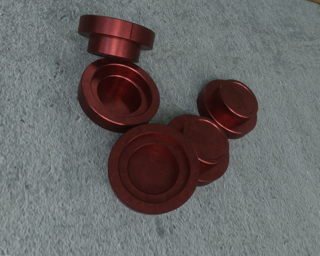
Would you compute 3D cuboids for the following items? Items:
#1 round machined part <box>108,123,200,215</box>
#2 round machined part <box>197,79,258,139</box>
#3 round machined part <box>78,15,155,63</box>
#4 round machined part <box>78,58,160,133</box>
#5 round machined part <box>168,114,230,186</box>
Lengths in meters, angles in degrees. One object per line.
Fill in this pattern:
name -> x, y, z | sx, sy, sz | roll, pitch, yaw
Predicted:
round machined part -> -0.009, 0.047, 0.347 | 0.099, 0.042, 0.098 | 3, 71, -9
round machined part -> 0.109, -0.035, 0.473 | 0.099, 0.042, 0.098 | 14, 56, -21
round machined part -> -0.058, -0.113, 0.407 | 0.099, 0.098, 0.042 | 8, 98, -24
round machined part -> -0.053, -0.036, 0.386 | 0.099, 0.042, 0.098 | 14, 56, -21
round machined part -> 0.051, 0.023, 0.406 | 0.099, 0.042, 0.098 | 14, 56, -21
